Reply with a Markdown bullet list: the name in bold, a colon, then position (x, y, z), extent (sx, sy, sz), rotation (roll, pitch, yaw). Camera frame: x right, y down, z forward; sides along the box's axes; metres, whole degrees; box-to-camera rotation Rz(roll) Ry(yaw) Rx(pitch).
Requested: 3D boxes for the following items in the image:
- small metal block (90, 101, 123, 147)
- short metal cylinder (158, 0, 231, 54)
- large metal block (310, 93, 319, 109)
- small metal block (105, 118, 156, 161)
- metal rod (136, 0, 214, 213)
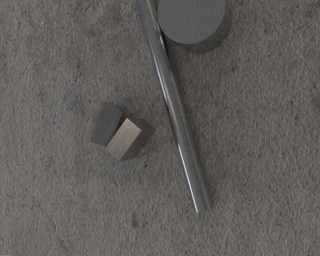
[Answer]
- **small metal block**: position (-0.074, -0.007, 0.419), extent (0.025, 0.050, 0.050), rotation (20, 98, -16)
- **short metal cylinder**: position (0.044, -0.137, 0.380), extent (0.080, 0.050, 0.080), rotation (0, 90, 20)
- **large metal block**: position (0.220, -0.030, 0.318), extent (0.080, 0.050, 0.080), rotation (-46, 76, 14)
- **small metal block**: position (-0.038, 0.014, 0.409), extent (0.025, 0.050, 0.050), rotation (40, 103, 15)
- **metal rod**: position (0.016, -0.041, 0.403), extent (0.025, 0.025, 0.299), rotation (-17, 84, 19)
